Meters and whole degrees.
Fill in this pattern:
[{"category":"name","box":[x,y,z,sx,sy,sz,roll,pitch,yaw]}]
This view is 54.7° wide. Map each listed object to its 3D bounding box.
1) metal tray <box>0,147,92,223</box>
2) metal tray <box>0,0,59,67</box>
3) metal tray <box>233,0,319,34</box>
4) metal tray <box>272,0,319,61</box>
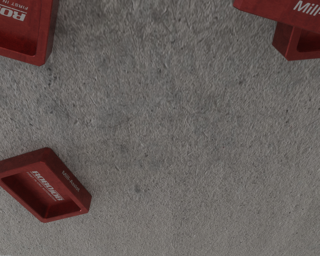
[{"category":"metal tray","box":[-0.178,0.093,0.481,0.090,0.030,0.130,-16,129,13]},{"category":"metal tray","box":[-0.170,-0.121,0.298,0.131,0.030,0.089,15,129,-13]},{"category":"metal tray","box":[0.127,-0.109,0.259,0.131,0.090,0.030,16,128,-1]},{"category":"metal tray","box":[0.182,-0.115,0.293,0.131,0.030,0.089,-7,131,-8]}]
